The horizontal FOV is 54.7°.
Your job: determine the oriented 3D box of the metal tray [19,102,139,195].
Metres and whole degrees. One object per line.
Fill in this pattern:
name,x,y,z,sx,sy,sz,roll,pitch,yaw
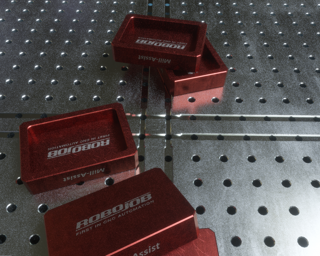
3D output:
metal tray,-0.101,0.021,0.385,0.131,0.030,0.090,-13,51,-12

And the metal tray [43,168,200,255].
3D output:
metal tray,-0.040,0.094,0.302,0.131,0.030,0.090,-20,29,-16

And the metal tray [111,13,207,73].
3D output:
metal tray,0.002,-0.133,0.476,0.131,0.030,0.090,9,51,7

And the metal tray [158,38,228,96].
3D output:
metal tray,0.041,-0.113,0.499,0.091,0.030,0.130,-12,51,-11

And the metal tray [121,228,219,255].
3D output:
metal tray,0.012,0.159,0.271,0.091,0.030,0.130,-3,50,-3
